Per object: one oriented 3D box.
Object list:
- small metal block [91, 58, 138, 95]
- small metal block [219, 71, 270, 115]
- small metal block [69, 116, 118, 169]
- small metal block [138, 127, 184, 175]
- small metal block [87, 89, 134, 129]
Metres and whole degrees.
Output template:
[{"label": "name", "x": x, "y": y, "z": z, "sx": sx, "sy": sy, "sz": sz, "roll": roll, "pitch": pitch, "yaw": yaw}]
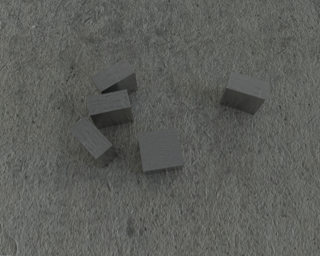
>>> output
[{"label": "small metal block", "x": -0.059, "y": -0.059, "z": 0.416, "sx": 0.050, "sy": 0.050, "sz": 0.025, "roll": -33, "pitch": 74, "yaw": -11}, {"label": "small metal block", "x": 0.111, "y": -0.045, "z": 0.412, "sx": 0.050, "sy": 0.050, "sz": 0.025, "roll": 18, "pitch": 71, "yaw": 6}, {"label": "small metal block", "x": -0.081, "y": 0.019, "z": 0.387, "sx": 0.025, "sy": 0.050, "sz": 0.050, "roll": -42, "pitch": 75, "yaw": -13}, {"label": "small metal block", "x": 0.000, "y": 0.030, "z": 0.397, "sx": 0.050, "sy": 0.025, "sz": 0.050, "roll": -9, "pitch": 70, "yaw": -3}, {"label": "small metal block", "x": -0.063, "y": -0.023, "z": 0.403, "sx": 0.050, "sy": 0.050, "sz": 0.025, "roll": -12, "pitch": 71, "yaw": -5}]
